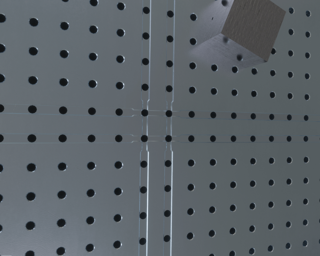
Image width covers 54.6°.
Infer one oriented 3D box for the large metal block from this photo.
[{"bbox_3d":[0.120,-0.144,0.443,0.080,0.050,0.080,25,82,-18],"label":"large metal block"}]
